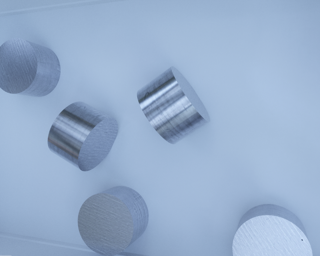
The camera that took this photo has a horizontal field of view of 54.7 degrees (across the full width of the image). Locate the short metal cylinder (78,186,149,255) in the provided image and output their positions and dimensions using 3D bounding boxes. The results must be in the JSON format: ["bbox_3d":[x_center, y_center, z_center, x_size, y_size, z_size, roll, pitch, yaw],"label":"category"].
[{"bbox_3d":[-0.062,0.123,0.418,0.080,0.050,0.079,0,90,19],"label":"short metal cylinder"}]

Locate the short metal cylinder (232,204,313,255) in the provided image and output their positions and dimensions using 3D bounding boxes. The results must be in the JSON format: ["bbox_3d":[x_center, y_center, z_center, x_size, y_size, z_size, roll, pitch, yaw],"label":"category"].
[{"bbox_3d":[0.126,0.132,0.353,0.080,0.050,0.079,0,90,19],"label":"short metal cylinder"}]

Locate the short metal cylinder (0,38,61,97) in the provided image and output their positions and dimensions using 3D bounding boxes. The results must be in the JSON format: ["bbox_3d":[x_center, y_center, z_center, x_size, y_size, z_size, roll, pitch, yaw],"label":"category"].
[{"bbox_3d":[-0.199,-0.089,0.466,0.080,0.050,0.079,0,90,19],"label":"short metal cylinder"}]

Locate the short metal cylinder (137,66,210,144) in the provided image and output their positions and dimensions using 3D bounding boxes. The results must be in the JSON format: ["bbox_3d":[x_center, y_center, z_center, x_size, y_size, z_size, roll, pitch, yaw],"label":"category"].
[{"bbox_3d":[0.017,-0.027,0.375,0.050,0.080,0.080,-34,79,17],"label":"short metal cylinder"}]

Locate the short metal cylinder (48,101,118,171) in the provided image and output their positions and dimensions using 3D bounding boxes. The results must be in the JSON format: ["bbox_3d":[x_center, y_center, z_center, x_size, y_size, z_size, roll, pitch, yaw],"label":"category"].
[{"bbox_3d":[-0.101,0.011,0.416,0.050,0.080,0.080,28,99,17],"label":"short metal cylinder"}]
